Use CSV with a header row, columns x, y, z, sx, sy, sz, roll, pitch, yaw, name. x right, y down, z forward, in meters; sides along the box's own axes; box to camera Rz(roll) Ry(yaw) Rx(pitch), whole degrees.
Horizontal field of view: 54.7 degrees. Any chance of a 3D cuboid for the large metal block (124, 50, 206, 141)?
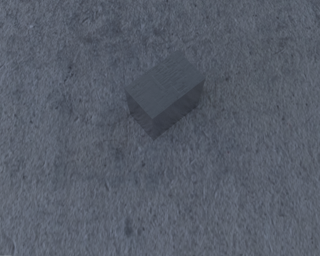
x,y,z,sx,sy,sz,roll,pitch,yaw,name
0.006,-0.038,0.393,0.080,0.080,0.050,-38,75,-13,large metal block
